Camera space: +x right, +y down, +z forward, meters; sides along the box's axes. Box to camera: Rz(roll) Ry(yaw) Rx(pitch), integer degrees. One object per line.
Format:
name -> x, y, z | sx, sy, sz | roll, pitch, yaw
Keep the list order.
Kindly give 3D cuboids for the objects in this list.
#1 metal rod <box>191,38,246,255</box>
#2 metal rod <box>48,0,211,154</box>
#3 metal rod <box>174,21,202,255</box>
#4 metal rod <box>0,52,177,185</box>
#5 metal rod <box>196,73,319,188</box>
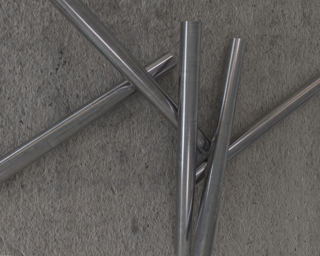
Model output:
metal rod -> 0.081, 0.018, 0.416 | 0.025, 0.025, 0.299 | 17, 76, -19
metal rod -> -0.033, -0.068, 0.364 | 0.300, 0.025, 0.025 | 44, 76, -27
metal rod -> 0.034, 0.024, 0.389 | 0.025, 0.025, 0.298 | -4, 104, -20
metal rod -> -0.103, -0.006, 0.370 | 0.301, 0.025, 0.025 | -36, 102, -17
metal rod -> 0.158, -0.006, 0.466 | 0.302, 0.025, 0.025 | -34, 101, -17
